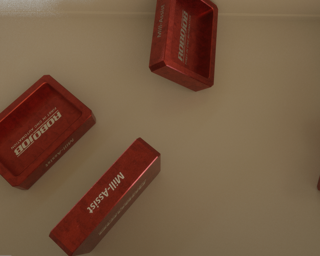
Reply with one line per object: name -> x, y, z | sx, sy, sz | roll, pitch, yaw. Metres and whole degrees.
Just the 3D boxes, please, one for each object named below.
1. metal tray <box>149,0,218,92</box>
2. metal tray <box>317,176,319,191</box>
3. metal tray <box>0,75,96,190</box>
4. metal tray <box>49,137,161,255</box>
metal tray -> 0.035, -0.125, 0.419 | 0.091, 0.030, 0.129 | 18, 71, -37
metal tray -> 0.238, 0.014, 0.371 | 0.030, 0.090, 0.130 | 22, 72, 8
metal tray -> -0.161, 0.003, 0.404 | 0.090, 0.030, 0.130 | 39, 74, 13
metal tray -> -0.052, 0.078, 0.346 | 0.030, 0.090, 0.130 | 39, 74, 13
